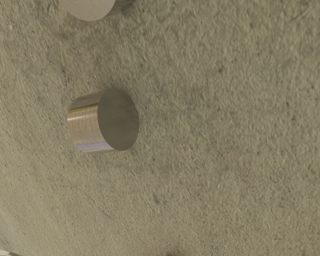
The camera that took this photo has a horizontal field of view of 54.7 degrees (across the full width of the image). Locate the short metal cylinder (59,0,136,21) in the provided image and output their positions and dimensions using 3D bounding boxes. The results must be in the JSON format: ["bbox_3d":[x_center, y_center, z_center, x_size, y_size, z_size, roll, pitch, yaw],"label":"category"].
[{"bbox_3d":[-0.067,-0.159,0.326,0.080,0.050,0.079,13,124,20],"label":"short metal cylinder"}]

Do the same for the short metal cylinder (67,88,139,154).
[{"bbox_3d":[-0.072,-0.008,0.402,0.050,0.080,0.080,-9,114,32],"label":"short metal cylinder"}]
